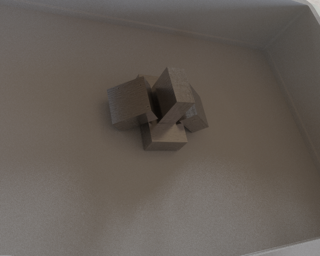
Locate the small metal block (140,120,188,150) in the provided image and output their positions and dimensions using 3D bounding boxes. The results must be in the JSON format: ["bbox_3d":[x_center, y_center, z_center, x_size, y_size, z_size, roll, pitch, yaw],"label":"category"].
[{"bbox_3d":[0.003,0.001,0.404,0.050,0.025,0.050,2,61,-27],"label":"small metal block"}]

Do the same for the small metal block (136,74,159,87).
[{"bbox_3d":[-0.007,-0.044,0.425,0.050,0.025,0.050,3,61,-28],"label":"small metal block"}]

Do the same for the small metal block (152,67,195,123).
[{"bbox_3d":[0.014,-0.040,0.386,0.025,0.050,0.050,1,61,-29],"label":"small metal block"}]

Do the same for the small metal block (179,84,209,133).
[{"bbox_3d":[0.042,-0.027,0.427,0.050,0.025,0.050,37,37,-58],"label":"small metal block"}]

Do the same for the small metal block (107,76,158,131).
[{"bbox_3d":[-0.035,-0.030,0.385,0.050,0.025,0.050,-18,65,11],"label":"small metal block"}]
